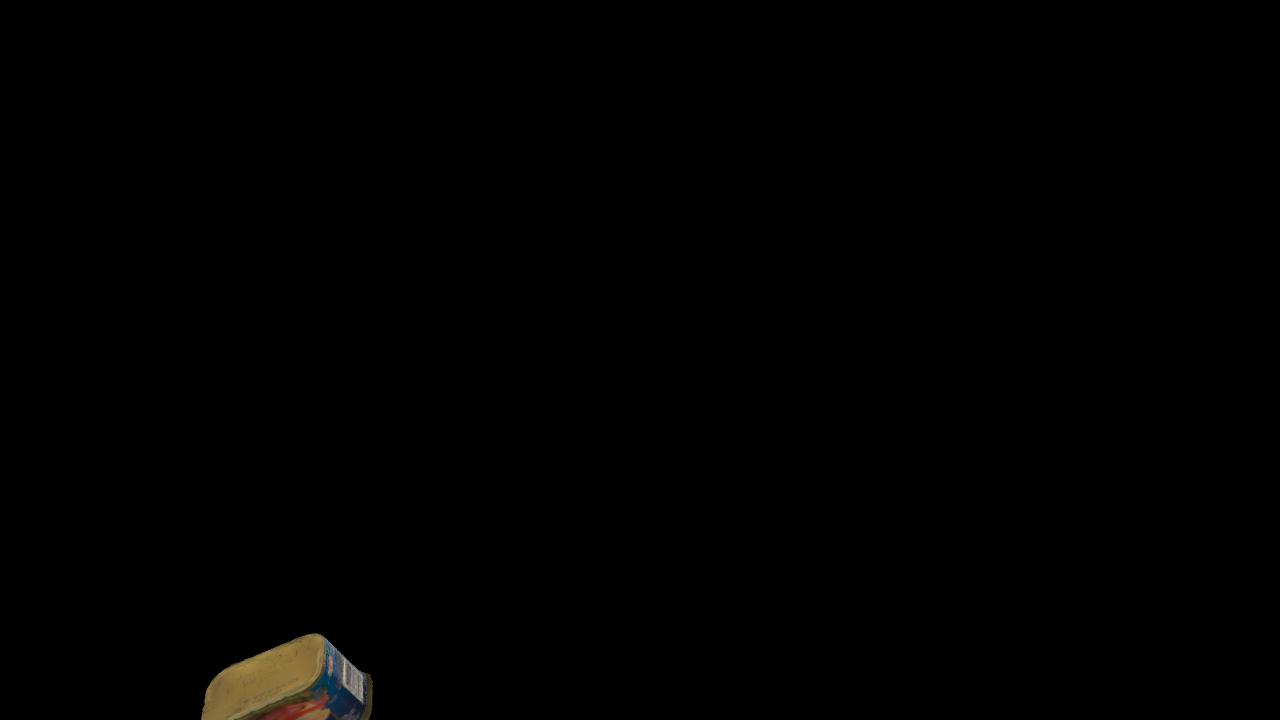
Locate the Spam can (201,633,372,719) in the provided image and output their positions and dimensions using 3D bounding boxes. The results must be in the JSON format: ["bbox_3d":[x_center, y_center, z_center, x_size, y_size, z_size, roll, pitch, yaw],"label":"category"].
[{"bbox_3d":[-0.296,0.289,0.523,0.101,0.085,0.058,-21,38,-10],"label":"Spam can"}]
